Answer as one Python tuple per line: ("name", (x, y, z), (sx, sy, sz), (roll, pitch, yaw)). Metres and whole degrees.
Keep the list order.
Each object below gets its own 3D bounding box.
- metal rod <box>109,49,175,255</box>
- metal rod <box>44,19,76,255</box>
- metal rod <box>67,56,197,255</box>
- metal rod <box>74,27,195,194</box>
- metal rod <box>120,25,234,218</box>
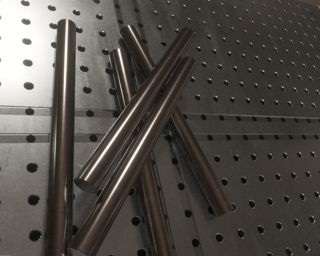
("metal rod", (-0.026, 0.027, 0.378), (0.025, 0.025, 0.299), (0, 62, -29))
("metal rod", (-0.111, -0.009, 0.354), (0.025, 0.025, 0.299), (7, 59, -25))
("metal rod", (-0.013, 0.008, 0.363), (0.025, 0.025, 0.301), (34, 51, -7))
("metal rod", (-0.015, -0.045, 0.395), (0.025, 0.025, 0.301), (35, 51, -6))
("metal rod", (0.016, -0.021, 0.430), (0.025, 0.025, 0.299), (-16, 70, -35))
